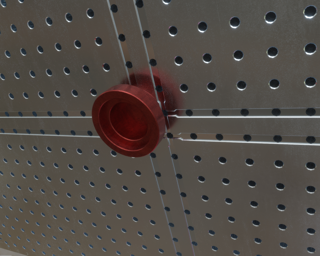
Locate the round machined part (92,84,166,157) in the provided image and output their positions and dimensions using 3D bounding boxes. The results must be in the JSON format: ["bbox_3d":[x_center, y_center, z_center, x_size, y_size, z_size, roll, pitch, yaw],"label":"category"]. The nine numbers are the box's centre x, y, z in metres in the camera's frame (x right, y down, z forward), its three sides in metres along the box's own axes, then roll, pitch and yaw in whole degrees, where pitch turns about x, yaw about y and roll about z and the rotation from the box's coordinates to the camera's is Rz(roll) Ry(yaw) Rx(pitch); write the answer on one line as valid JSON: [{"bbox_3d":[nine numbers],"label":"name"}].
[{"bbox_3d":[-0.037,-0.013,0.410,0.098,0.042,0.097,13,124,20],"label":"round machined part"}]
